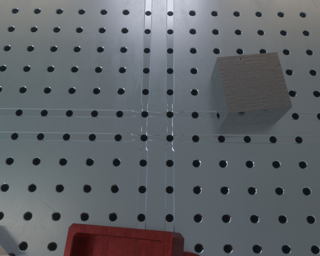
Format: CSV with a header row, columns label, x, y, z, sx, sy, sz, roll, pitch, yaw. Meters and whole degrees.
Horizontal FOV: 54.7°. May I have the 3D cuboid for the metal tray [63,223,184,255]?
label,x,y,z,sx,sy,sz,roll,pitch,yaw
metal tray,-0.043,0.152,0.325,0.130,0.030,0.090,-4,68,25

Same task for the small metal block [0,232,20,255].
label,x,y,z,sx,sy,sz,roll,pitch,yaw
small metal block,-0.203,0.148,0.356,0.050,0.025,0.050,42,75,14

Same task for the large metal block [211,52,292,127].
label,x,y,z,sx,sy,sz,roll,pitch,yaw
large metal block,0.119,-0.051,0.418,0.081,0.050,0.080,-6,70,-2

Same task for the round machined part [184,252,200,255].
label,x,y,z,sx,sy,sz,roll,pitch,yaw
round machined part,0.025,0.186,0.335,0.099,0.042,0.098,0,70,0
